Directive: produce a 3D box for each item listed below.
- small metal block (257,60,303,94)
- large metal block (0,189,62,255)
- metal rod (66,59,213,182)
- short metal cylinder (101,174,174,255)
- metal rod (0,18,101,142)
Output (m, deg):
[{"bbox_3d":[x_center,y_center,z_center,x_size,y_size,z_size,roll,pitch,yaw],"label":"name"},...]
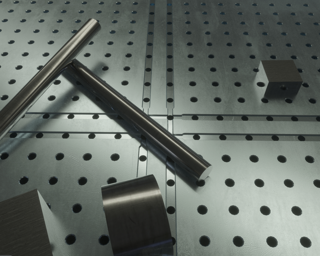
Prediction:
[{"bbox_3d":[0.182,-0.078,0.475,0.050,0.025,0.050,-1,50,-1],"label":"small metal block"},{"bbox_3d":[-0.142,0.117,0.292,0.081,0.050,0.080,-20,53,-16],"label":"large metal block"},{"bbox_3d":[-0.051,-0.029,0.431,0.025,0.025,0.300,-37,59,-27],"label":"metal rod"},{"bbox_3d":[-0.023,0.089,0.297,0.050,0.080,0.080,-12,51,-10],"label":"short metal cylinder"},{"bbox_3d":[-0.174,-0.054,0.429,0.025,0.025,0.301,21,60,17],"label":"metal rod"}]
